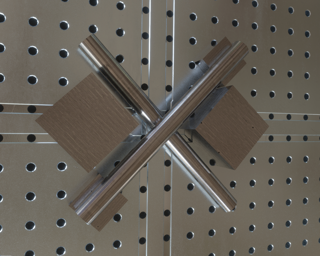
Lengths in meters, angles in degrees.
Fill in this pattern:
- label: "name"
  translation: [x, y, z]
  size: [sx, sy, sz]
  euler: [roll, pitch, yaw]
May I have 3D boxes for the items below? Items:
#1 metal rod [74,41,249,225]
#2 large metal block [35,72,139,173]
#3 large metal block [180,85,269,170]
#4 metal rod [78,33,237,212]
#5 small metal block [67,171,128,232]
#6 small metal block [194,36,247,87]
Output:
- label: "metal rod"
  translation: [0.012, -0.004, 0.390]
  size: [0.301, 0.025, 0.025]
  euler: [-47, 105, -14]
- label: "large metal block"
  translation: [-0.086, -0.006, 0.368]
  size: [0.080, 0.050, 0.080]
  euler: [-45, 104, -14]
- label: "large metal block"
  translation: [0.089, -0.001, 0.432]
  size: [0.080, 0.050, 0.080]
  euler: [45, 76, -15]
- label: "metal rod"
  translation: [0.005, 0.003, 0.413]
  size: [0.025, 0.025, 0.300]
  euler: [-45, 104, -14]
- label: "small metal block"
  translation: [-0.077, 0.090, 0.384]
  size: [0.050, 0.025, 0.050]
  euler: [46, 76, -14]
- label: "small metal block"
  translation: [0.087, -0.093, 0.445]
  size: [0.050, 0.025, 0.050]
  euler: [-46, 104, -14]
